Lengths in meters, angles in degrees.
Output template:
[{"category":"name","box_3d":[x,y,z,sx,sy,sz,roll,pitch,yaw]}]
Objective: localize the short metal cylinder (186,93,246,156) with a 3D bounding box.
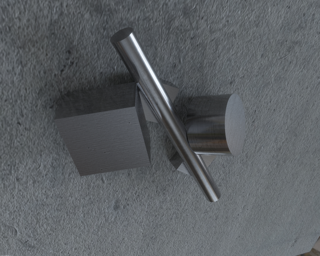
[{"category":"short metal cylinder","box_3d":[0.076,-0.004,0.407,0.080,0.050,0.079,2,87,-58]}]

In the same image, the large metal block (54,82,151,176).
[{"category":"large metal block","box_3d":[-0.058,0.002,0.342,0.080,0.050,0.080,-9,127,4]}]

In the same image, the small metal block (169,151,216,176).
[{"category":"small metal block","box_3d":[0.051,0.043,0.465,0.050,0.025,0.050,27,103,-38]}]

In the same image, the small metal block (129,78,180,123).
[{"category":"small metal block","box_3d":[-0.012,-0.037,0.381,0.050,0.025,0.050,13,112,-34]}]

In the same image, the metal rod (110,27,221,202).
[{"category":"metal rod","box_3d":[0.023,0.008,0.396,0.025,0.025,0.299,-36,130,-5]}]
